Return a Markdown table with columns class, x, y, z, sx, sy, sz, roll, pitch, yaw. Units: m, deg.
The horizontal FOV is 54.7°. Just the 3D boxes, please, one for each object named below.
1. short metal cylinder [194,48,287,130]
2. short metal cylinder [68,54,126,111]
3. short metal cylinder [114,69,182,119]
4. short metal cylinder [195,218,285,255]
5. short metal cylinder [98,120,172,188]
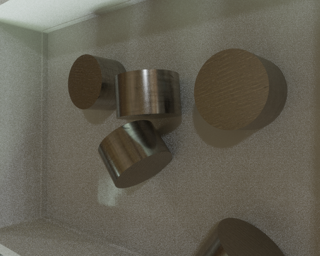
| class | x | y | z | sx | sy | sz | roll | pitch | yaw |
| --- | --- | --- | --- | --- | --- | --- | --- | --- | --- |
| short metal cylinder | 0.083 | -0.038 | 0.322 | 0.080 | 0.050 | 0.080 | 0 | 90 | 40 |
| short metal cylinder | -0.094 | -0.067 | 0.468 | 0.080 | 0.050 | 0.080 | 0 | 90 | 40 |
| short metal cylinder | -0.015 | -0.039 | 0.383 | 0.080 | 0.081 | 0.050 | -5 | 87 | 40 |
| short metal cylinder | 0.079 | 0.137 | 0.306 | 0.080 | 0.081 | 0.050 | 43 | 116 | 31 |
| short metal cylinder | -0.032 | 0.034 | 0.397 | 0.080 | 0.081 | 0.050 | -47 | 62 | 30 |
